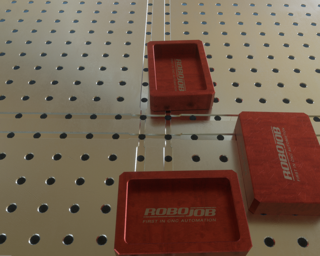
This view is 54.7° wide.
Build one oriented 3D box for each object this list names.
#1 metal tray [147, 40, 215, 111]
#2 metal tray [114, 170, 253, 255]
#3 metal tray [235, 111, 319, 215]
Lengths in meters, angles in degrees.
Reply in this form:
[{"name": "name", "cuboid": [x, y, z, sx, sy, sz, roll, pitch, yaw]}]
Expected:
[{"name": "metal tray", "cuboid": [0.028, -0.084, 0.475, 0.091, 0.030, 0.130, -2, 50, -3]}, {"name": "metal tray", "cuboid": [0.021, 0.091, 0.328, 0.131, 0.030, 0.090, -1, 50, -1]}, {"name": "metal tray", "cuboid": [0.146, 0.038, 0.375, 0.091, 0.030, 0.130, 1, 50, 0]}]
